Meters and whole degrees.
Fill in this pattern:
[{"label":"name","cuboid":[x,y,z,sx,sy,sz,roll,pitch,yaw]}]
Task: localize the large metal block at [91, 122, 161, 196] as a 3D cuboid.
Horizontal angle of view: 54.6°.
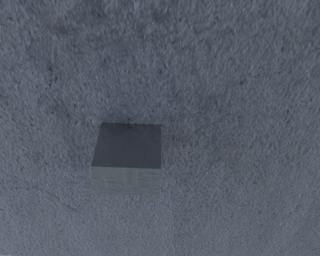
[{"label":"large metal block","cuboid":[-0.040,0.039,0.404,0.080,0.080,0.050,2,130,-2]}]
